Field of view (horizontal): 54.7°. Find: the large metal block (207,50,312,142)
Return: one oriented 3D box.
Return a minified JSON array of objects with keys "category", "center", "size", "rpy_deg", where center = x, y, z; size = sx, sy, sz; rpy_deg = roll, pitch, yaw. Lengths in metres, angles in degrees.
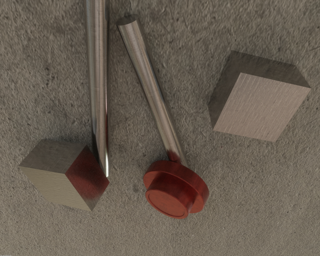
[{"category":"large metal block","center":[0.110,-0.035,0.362],"size":[0.081,0.050,0.079],"rpy_deg":[11,129,-10]}]

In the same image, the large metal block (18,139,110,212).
[{"category":"large metal block","center":[-0.129,0.064,0.426],"size":[0.080,0.050,0.080],"rpy_deg":[4,135,27]}]

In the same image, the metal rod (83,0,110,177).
[{"category":"metal rod","center":[-0.071,-0.048,0.365],"size":[0.025,0.025,0.298],"rpy_deg":[4,130,-4]}]

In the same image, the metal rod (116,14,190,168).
[{"category":"metal rod","center":[0.008,-0.001,0.406],"size":[0.025,0.025,0.299],"rpy_deg":[-13,129,10]}]

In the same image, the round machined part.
[{"category":"round machined part","center":[0.018,0.095,0.451],"size":[0.098,0.042,0.097],"rpy_deg":[20,142,17]}]
